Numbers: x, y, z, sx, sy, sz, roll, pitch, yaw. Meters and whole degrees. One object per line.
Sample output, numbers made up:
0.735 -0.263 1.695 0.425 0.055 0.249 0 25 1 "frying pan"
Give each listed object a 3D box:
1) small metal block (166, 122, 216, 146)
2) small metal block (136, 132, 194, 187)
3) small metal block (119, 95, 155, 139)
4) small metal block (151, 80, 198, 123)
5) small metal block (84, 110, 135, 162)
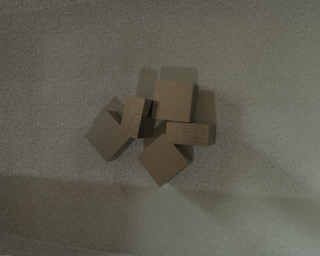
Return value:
0.039 0.007 0.380 0.050 0.050 0.025 3 91 19 "small metal block"
0.007 0.041 0.405 0.050 0.025 0.050 -42 77 15 "small metal block"
-0.026 -0.014 0.403 0.025 0.050 0.050 13 95 19 "small metal block"
0.019 -0.034 0.401 0.050 0.025 0.050 7 92 19 "small metal block"
-0.068 0.011 0.431 0.050 0.025 0.050 -46 76 14 "small metal block"
